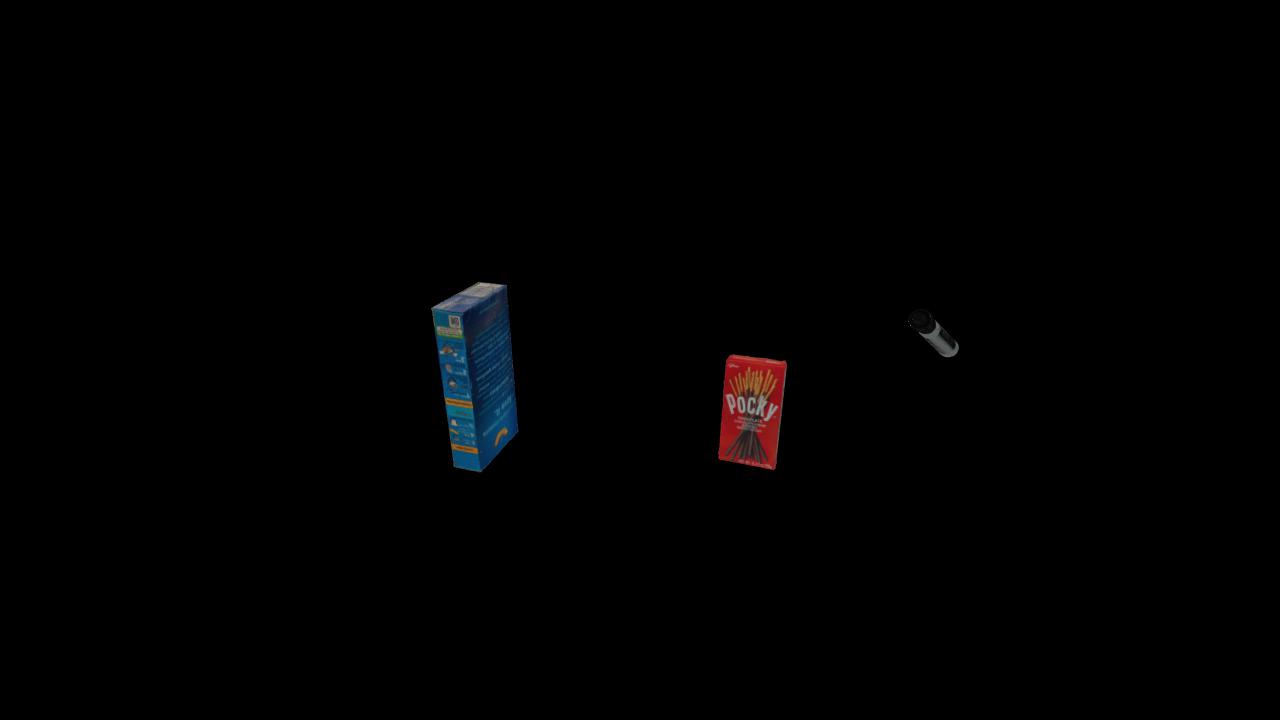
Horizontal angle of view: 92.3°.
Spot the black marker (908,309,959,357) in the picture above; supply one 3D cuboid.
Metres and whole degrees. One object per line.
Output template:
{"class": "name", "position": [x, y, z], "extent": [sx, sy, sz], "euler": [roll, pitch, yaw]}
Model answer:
{"class": "black marker", "position": [0.270, -0.023, 0.562], "extent": [0.020, 0.020, 0.121], "euler": [0, -11, 37]}

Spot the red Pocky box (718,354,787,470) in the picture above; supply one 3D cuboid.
{"class": "red Pocky box", "position": [0.156, 0.073, 0.859], "extent": [0.083, 0.155, 0.028], "euler": [8, 17, 20]}

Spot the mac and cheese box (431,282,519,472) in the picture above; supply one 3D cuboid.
{"class": "mac and cheese box", "position": [-0.171, 0.017, 0.658], "extent": [0.041, 0.184, 0.093], "euler": [8, 26, 13]}
